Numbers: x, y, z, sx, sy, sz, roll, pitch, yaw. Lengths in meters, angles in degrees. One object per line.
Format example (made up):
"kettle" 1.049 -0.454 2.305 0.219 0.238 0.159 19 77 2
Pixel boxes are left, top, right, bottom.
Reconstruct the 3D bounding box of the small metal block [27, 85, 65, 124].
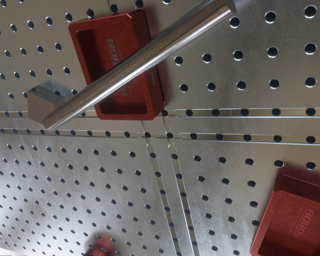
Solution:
"small metal block" -0.177 -0.032 0.482 0.050 0.025 0.050 24 127 12

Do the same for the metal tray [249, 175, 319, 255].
"metal tray" 0.176 0.130 0.395 0.090 0.030 0.129 17 125 17

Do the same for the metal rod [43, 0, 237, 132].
"metal rod" -0.049 -0.059 0.359 0.299 0.025 0.025 -26 105 36

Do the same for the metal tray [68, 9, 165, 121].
"metal tray" -0.052 -0.073 0.388 0.090 0.030 0.129 1 119 27
